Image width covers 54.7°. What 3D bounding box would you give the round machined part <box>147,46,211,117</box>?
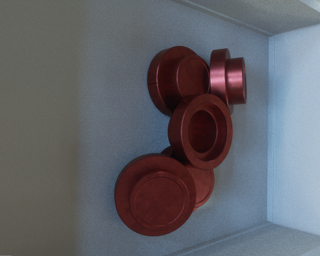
[{"bbox_3d":[0.034,-0.063,0.423,0.099,0.042,0.097,0,90,-40],"label":"round machined part"}]

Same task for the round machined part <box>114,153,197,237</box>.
[{"bbox_3d":[-0.004,0.081,0.365,0.099,0.042,0.097,-1,94,-11],"label":"round machined part"}]

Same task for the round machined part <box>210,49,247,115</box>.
[{"bbox_3d":[0.103,-0.068,0.455,0.098,0.042,0.097,-3,90,-71],"label":"round machined part"}]

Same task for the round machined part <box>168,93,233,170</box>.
[{"bbox_3d":[0.049,0.005,0.408,0.099,0.042,0.097,0,90,-40],"label":"round machined part"}]

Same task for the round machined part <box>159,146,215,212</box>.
[{"bbox_3d":[0.038,0.072,0.427,0.099,0.042,0.097,0,90,-40],"label":"round machined part"}]
